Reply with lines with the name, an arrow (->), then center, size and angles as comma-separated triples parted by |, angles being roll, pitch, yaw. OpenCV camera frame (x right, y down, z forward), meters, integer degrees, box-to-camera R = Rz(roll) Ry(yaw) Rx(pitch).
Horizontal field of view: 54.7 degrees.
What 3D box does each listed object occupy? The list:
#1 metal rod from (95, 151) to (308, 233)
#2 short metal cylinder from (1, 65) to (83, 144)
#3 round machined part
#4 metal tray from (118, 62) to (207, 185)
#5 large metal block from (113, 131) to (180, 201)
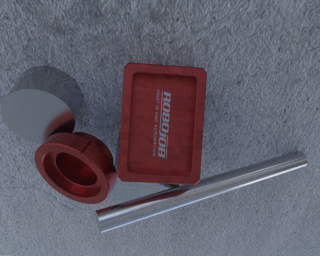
metal rod -> 0.069, 0.074, 0.396 | 0.303, 0.025, 0.025 | -12, 134, -23
short metal cylinder -> -0.137, -0.027, 0.368 | 0.081, 0.050, 0.079 | 0, 130, 0
round machined part -> -0.096, 0.043, 0.375 | 0.098, 0.042, 0.097 | 12, 131, 15
metal tray -> 0.002, -0.004, 0.352 | 0.091, 0.030, 0.129 | 4, 90, -4
large metal block -> -0.018, 0.051, 0.415 | 0.081, 0.080, 0.050 | 4, 130, -4
